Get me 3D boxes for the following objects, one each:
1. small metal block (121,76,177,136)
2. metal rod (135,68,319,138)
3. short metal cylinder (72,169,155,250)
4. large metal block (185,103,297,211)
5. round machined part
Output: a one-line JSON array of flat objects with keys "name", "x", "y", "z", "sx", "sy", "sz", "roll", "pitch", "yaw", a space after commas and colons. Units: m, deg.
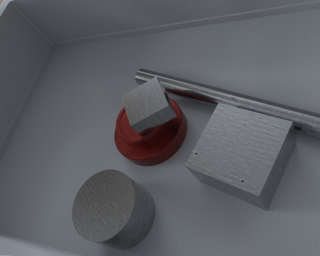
[{"name": "small metal block", "x": -0.014, "y": -0.026, "z": 0.374, "sx": 0.050, "sy": 0.025, "sz": 0.050, "roll": -28, "pitch": 52, "yaw": 9}, {"name": "metal rod", "x": 0.086, "y": -0.033, "z": 0.379, "sx": 0.300, "sy": 0.025, "sz": 0.025, "roll": 21, "pitch": 73, "yaw": 35}, {"name": "short metal cylinder", "x": -0.053, "y": 0.094, "z": 0.358, "sx": 0.080, "sy": 0.050, "sz": 0.080, "roll": -13, "pitch": 56, "yaw": 20}, {"name": "large metal block", "x": 0.086, "y": 0.028, "z": 0.327, "sx": 0.080, "sy": 0.050, "sz": 0.080, "roll": 19, "pitch": 72, "yaw": 35}, {"name": "round machined part", "x": -0.018, "y": -0.003, "z": 0.405, "sx": 0.098, "sy": 0.042, "sz": 0.098, "roll": -13, "pitch": 56, "yaw": 20}]
